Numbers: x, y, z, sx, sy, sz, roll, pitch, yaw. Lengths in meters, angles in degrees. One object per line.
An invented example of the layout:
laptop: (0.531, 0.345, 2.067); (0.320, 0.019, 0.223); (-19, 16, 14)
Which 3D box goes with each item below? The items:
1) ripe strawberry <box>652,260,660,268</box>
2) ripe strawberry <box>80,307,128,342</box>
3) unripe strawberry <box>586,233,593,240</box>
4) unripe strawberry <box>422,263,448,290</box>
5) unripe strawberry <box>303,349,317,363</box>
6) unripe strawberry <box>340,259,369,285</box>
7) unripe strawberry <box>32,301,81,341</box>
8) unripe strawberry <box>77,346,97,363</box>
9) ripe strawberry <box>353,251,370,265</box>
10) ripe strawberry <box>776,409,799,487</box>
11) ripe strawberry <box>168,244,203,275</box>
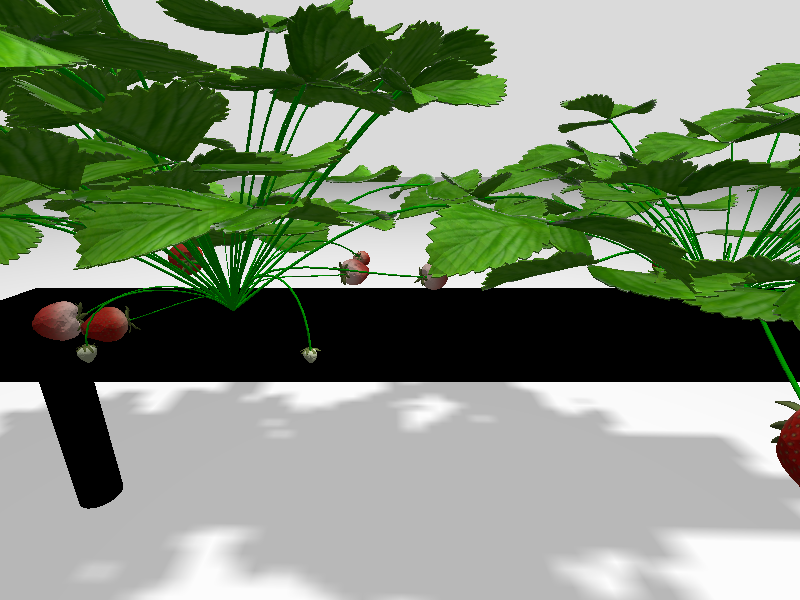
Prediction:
ripe strawberry: (0.326, -0.046, 0.490); (0.032, 0.027, 0.032); (4, 19, 13)
ripe strawberry: (-0.224, 0.019, 0.304); (0.029, 0.025, 0.029); (-18, 26, -41)
unripe strawberry: (0.288, -0.097, 0.607); (0.011, 0.011, 0.010); (-1, 19, -1)
unripe strawberry: (0.039, -0.027, 0.437); (0.030, 0.030, 0.028); (-6, 20, -19)
unripe strawberry: (-0.058, 0.036, 0.259); (0.009, 0.010, 0.010); (-15, 24, -37)
unripe strawberry: (-0.049, -0.031, 0.446); (0.029, 0.029, 0.032); (-13, 23, -36)
unripe strawberry: (-0.262, 0.016, 0.306); (0.028, 0.030, 0.026); (-12, 22, -30)
unripe strawberry: (-0.209, 0.036, 0.268); (0.011, 0.011, 0.011); (9, 21, 25)
ripe strawberry: (-0.049, -0.054, 0.527); (0.023, 0.019, 0.023); (12, -3, 31)
ripe strawberry: (0.171, 0.062, 0.154); (0.037, 0.042, 0.040); (10, 22, 27)
ripe strawberry: (-0.265, -0.052, 0.494); (0.039, 0.041, 0.042); (-15, 23, -37)
